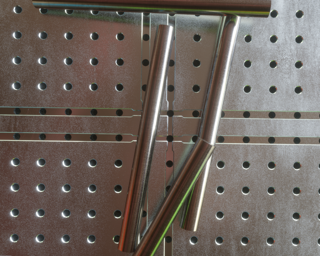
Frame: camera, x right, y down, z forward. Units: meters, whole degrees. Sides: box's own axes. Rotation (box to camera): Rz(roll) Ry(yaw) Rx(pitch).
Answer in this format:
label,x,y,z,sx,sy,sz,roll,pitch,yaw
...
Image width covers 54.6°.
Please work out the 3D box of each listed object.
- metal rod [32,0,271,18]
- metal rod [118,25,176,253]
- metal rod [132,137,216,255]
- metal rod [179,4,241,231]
label,x,y,z,sx,sy,sz,roll,pitch,yaw
metal rod,-0.015,-0.161,0.398,0.301,0.025,0.025,4,90,5
metal rod,-0.018,0.014,0.413,0.025,0.025,0.299,10,90,0
metal rod,-0.012,0.148,0.400,0.025,0.025,0.299,29,95,0
metal rod,0.068,-0.013,0.413,0.025,0.025,0.299,12,90,0
